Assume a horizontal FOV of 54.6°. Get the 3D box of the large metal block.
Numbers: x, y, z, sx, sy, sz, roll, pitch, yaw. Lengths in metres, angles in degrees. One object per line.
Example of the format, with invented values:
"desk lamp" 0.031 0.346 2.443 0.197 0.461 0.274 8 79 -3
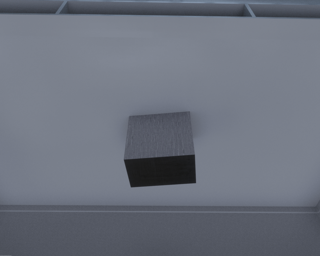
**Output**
"large metal block" 0.002 0.026 0.395 0.080 0.080 0.050 -4 130 3
